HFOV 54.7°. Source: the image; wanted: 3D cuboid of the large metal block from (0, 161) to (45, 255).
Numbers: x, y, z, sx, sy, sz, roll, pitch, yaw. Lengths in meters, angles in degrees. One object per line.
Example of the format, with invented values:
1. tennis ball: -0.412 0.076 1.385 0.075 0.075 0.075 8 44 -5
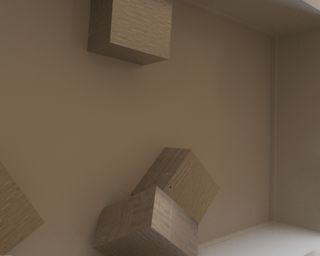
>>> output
1. large metal block: -0.160 0.071 0.256 0.080 0.050 0.080 -39 114 -33

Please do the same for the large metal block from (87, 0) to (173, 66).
1. large metal block: -0.034 -0.124 0.362 0.081 0.050 0.080 6 87 -40

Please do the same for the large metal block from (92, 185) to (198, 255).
1. large metal block: -0.013 0.120 0.349 0.080 0.080 0.050 46 30 -28

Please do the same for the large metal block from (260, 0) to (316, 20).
1. large metal block: 0.231 -0.255 0.566 0.080 0.080 0.050 40 66 -33

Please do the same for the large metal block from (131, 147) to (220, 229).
1. large metal block: 0.023 0.083 0.410 0.080 0.050 0.080 52 60 -27
